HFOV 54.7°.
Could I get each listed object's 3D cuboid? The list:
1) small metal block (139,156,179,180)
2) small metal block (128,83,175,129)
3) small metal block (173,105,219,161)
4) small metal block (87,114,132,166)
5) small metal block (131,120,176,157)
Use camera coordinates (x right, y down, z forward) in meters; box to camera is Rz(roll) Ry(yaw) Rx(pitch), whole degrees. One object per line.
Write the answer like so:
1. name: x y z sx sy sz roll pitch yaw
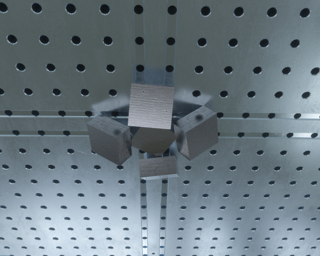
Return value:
1. small metal block: 0.000 0.058 0.445 0.050 0.025 0.050 -7 166 5
2. small metal block: -0.011 -0.026 0.373 0.050 0.025 0.050 5 94 -4
3. small metal block: 0.048 0.007 0.402 0.050 0.025 0.050 -30 133 -21
4. small metal block: -0.066 0.016 0.409 0.050 0.025 0.050 24 136 25
5. small metal block: -0.009 0.008 0.417 0.050 0.025 0.050 25 126 -20
